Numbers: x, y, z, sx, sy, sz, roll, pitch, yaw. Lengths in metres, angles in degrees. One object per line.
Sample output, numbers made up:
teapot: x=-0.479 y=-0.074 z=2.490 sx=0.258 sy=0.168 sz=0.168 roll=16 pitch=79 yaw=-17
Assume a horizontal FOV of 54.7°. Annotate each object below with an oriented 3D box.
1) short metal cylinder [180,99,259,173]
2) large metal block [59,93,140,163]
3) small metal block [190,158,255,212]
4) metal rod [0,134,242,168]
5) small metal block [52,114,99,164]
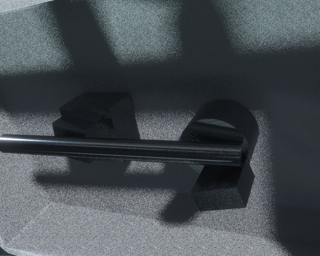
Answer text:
short metal cylinder: x=0.070 y=0.013 z=0.361 sx=0.080 sy=0.050 sz=0.079 roll=13 pitch=124 yaw=20
large metal block: x=-0.080 y=-0.002 z=0.428 sx=0.080 sy=0.050 sz=0.079 roll=3 pitch=120 yaw=26
small metal block: x=0.067 y=0.059 z=0.325 sx=0.050 sy=0.050 sz=0.025 roll=-15 pitch=111 yaw=34
metal rod: x=-0.061 y=0.024 z=0.361 sx=0.301 sy=0.025 sz=0.025 roll=1 pitch=119 yaw=18
small metal block: x=-0.109 y=0.014 z=0.406 sx=0.050 sy=0.025 sz=0.050 roll=12 pitch=123 yaw=21
